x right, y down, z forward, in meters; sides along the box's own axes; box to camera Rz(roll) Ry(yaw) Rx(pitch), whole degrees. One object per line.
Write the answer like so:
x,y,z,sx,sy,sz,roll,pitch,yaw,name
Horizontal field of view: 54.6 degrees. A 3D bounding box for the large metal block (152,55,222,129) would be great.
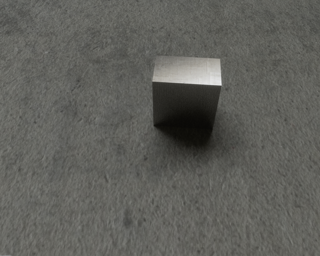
0.033,-0.045,0.406,0.080,0.080,0.050,4,50,3,large metal block
